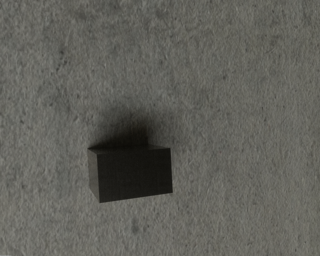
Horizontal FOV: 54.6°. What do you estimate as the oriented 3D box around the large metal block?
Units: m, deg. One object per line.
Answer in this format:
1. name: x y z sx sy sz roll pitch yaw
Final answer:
1. large metal block: -0.038 0.049 0.365 0.081 0.080 0.050 -4 92 -20
